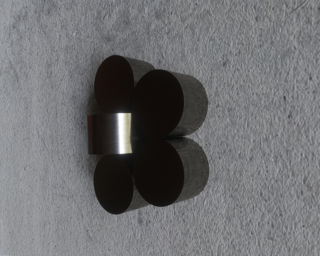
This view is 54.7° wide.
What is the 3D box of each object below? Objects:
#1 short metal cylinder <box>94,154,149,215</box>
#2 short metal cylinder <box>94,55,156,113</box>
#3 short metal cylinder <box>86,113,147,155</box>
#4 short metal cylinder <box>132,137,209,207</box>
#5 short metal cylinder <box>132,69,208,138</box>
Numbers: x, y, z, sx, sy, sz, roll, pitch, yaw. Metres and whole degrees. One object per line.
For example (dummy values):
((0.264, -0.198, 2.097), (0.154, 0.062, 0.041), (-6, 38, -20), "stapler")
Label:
((-0.047, 0.074, 0.429), (0.080, 0.050, 0.080), (0, 91, 41), "short metal cylinder")
((-0.046, -0.057, 0.428), (0.080, 0.050, 0.080), (0, 91, 41), "short metal cylinder")
((-0.058, 0.008, 0.419), (0.080, 0.081, 0.050), (-4, 88, 40), "short metal cylinder")
((0.012, 0.051, 0.379), (0.080, 0.050, 0.080), (1, 91, 41), "short metal cylinder")
((0.011, -0.029, 0.380), (0.080, 0.050, 0.080), (1, 91, 40), "short metal cylinder")
